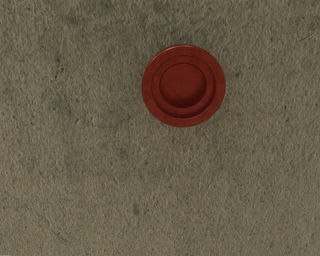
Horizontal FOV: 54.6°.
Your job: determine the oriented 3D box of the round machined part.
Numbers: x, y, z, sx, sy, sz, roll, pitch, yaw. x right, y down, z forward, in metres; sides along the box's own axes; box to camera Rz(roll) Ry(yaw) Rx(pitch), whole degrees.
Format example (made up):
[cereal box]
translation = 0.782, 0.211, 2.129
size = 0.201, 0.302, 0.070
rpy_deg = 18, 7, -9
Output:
[round machined part]
translation = 0.028, -0.053, 0.381
size = 0.099, 0.042, 0.097
rpy_deg = 0, 110, 0
